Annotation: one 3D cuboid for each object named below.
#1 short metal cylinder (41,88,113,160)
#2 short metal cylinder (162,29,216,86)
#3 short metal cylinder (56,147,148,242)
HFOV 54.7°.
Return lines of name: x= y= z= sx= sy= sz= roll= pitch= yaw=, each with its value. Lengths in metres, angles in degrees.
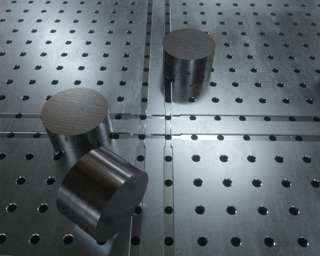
short metal cylinder: x=-0.103 y=-0.006 z=0.395 sx=0.081 sy=0.050 sz=0.080 roll=0 pitch=50 yaw=0
short metal cylinder: x=0.043 y=-0.112 z=0.486 sx=0.081 sy=0.050 sz=0.080 roll=0 pitch=50 yaw=0
short metal cylinder: x=-0.056 y=0.066 z=0.315 sx=0.050 sy=0.080 sz=0.080 roll=29 pitch=56 yaw=22
